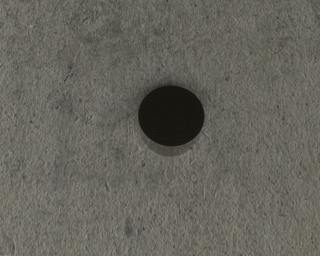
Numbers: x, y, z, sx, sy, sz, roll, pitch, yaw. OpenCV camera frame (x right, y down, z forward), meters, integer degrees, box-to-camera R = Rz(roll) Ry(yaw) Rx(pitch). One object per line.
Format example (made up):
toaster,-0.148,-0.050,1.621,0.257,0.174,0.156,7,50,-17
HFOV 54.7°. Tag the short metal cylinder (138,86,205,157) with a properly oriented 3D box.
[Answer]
short metal cylinder,0.014,-0.008,0.399,0.081,0.050,0.080,0,70,0
